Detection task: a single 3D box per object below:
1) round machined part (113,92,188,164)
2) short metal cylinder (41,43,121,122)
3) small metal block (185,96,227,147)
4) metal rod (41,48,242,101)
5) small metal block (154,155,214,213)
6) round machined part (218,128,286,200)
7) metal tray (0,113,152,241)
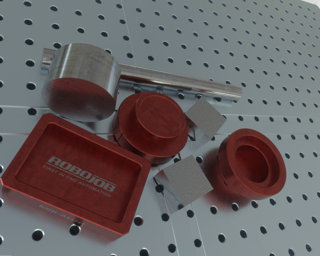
[{"bbox_3d":[-0.007,-0.007,0.397,0.099,0.042,0.098,14,53,-20],"label":"round machined part"},{"bbox_3d":[-0.088,-0.050,0.355,0.081,0.080,0.050,16,55,-19],"label":"short metal cylinder"},{"bbox_3d":[0.060,-0.010,0.447,0.050,0.025,0.050,44,51,2],"label":"small metal block"},{"bbox_3d":[-0.009,-0.072,0.446,0.302,0.025,0.025,6,59,-25],"label":"metal rod"},{"bbox_3d":[0.029,0.068,0.382,0.050,0.025,0.050,-21,73,-36],"label":"small metal block"},{"bbox_3d":[0.122,0.053,0.430,0.099,0.042,0.098,14,56,-21],"label":"round machined part"},{"bbox_3d":[-0.083,0.051,0.328,0.131,0.030,0.090,27,53,-11],"label":"metal tray"}]
